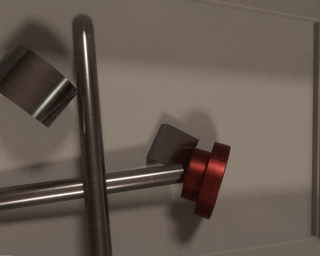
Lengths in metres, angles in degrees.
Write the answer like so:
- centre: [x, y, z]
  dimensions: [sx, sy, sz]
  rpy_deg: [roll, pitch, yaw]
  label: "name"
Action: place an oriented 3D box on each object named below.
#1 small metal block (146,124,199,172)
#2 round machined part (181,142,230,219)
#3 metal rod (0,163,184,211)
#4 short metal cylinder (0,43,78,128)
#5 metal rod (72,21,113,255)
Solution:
- centre: [0.017, 0.028, 0.418]
  dimensions: [0.050, 0.025, 0.050]
  rpy_deg: [27, 81, -18]
  label: "small metal block"
- centre: [0.057, 0.064, 0.402]
  dimensions: [0.042, 0.098, 0.098]
  rpy_deg: [16, 84, 11]
  label: "round machined part"
- centre: [-0.118, 0.072, 0.354]
  dimensions: [0.302, 0.025, 0.025]
  rpy_deg: [-6, 92, -16]
  label: "metal rod"
- centre: [-0.137, -0.044, 0.331]
  dimensions: [0.080, 0.080, 0.050]
  rpy_deg: [40, 77, -16]
  label: "short metal cylinder"
- centre: [-0.077, 0.022, 0.349]
  dimensions: [0.025, 0.025, 0.298]
  rpy_deg: [-3, 78, -20]
  label: "metal rod"
